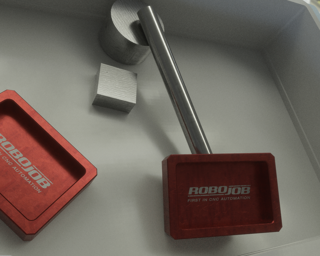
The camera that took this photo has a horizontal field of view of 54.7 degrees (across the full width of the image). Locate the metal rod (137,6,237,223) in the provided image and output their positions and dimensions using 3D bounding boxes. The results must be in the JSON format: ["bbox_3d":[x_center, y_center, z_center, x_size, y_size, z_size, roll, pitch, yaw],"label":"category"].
[{"bbox_3d":[0.034,-0.019,0.400,0.025,0.025,0.299,-16,82,-35],"label":"metal rod"}]

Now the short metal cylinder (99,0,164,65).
[{"bbox_3d":[-0.041,-0.139,0.447,0.081,0.050,0.080,13,63,-26],"label":"short metal cylinder"}]

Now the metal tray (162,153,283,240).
[{"bbox_3d":[0.070,0.076,0.358,0.131,0.030,0.090,0,79,-12],"label":"metal tray"}]

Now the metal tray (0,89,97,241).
[{"bbox_3d":[-0.140,0.033,0.307,0.130,0.030,0.090,43,51,1],"label":"metal tray"}]

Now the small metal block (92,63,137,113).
[{"bbox_3d":[-0.059,-0.052,0.407,0.050,0.025,0.050,13,56,-21],"label":"small metal block"}]
